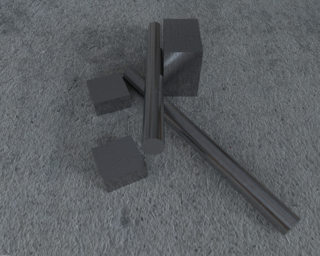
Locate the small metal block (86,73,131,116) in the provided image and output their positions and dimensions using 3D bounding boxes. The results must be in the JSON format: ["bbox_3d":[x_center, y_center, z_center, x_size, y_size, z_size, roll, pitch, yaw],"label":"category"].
[{"bbox_3d":[-0.073,-0.049,0.443,0.050,0.025,0.050,-16,52,-14],"label":"small metal block"}]

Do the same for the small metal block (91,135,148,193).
[{"bbox_3d":[-0.048,0.042,0.368,0.050,0.025,0.050,-20,53,-16],"label":"small metal block"}]

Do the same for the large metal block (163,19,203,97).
[{"bbox_3d":[0.030,-0.103,0.454,0.050,0.080,0.080,0,50,-1],"label":"large metal block"}]

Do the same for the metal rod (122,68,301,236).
[{"bbox_3d":[0.045,0.011,0.394,0.025,0.025,0.300,-31,57,-23],"label":"metal rod"}]

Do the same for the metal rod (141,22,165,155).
[{"bbox_3d":[-0.008,-0.079,0.440,0.025,0.025,0.300,0,41,0],"label":"metal rod"}]
